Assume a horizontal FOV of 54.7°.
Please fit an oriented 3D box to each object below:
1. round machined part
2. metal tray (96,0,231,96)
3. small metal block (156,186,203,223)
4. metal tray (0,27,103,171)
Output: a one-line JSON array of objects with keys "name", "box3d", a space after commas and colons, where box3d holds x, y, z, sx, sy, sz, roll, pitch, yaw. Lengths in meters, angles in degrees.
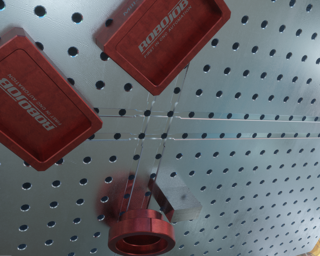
[{"name": "round machined part", "box3d": [-0.027, 0.155, 0.465, 0.099, 0.042, 0.097, -2, 138, -2]}, {"name": "metal tray", "box3d": [0.006, -0.111, 0.342, 0.130, 0.030, 0.090, -47, 129, 5]}, {"name": "small metal block", "box3d": [0.030, 0.118, 0.484, 0.050, 0.050, 0.025, 1, 118, -29]}, {"name": "metal tray", "box3d": [-0.133, -0.023, 0.320, 0.090, 0.030, 0.130, -38, 129, -3]}]
